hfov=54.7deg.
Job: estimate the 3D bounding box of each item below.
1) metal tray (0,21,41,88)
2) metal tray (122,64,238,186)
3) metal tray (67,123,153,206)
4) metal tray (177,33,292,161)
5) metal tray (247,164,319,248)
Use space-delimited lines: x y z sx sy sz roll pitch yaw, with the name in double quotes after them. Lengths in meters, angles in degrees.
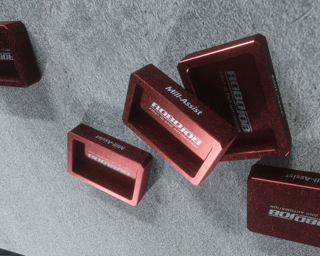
-0.250 -0.111 0.466 0.130 0.030 0.089 7 122 24 "metal tray"
0.016 -0.003 0.363 0.130 0.030 0.089 40 143 17 "metal tray"
-0.081 0.057 0.481 0.130 0.030 0.089 23 127 14 "metal tray"
0.084 -0.027 0.342 0.090 0.030 0.129 -10 114 32 "metal tray"
0.174 0.097 0.372 0.130 0.030 0.089 6 121 25 "metal tray"
